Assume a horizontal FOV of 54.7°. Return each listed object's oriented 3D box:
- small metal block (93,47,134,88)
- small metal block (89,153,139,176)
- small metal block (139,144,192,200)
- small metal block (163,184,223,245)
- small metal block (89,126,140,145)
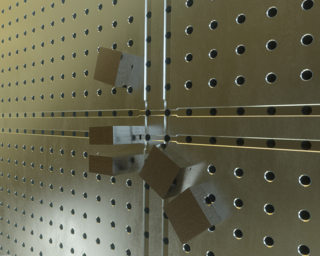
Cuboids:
[{"bbox_3d":[-0.070,-0.091,0.465,0.050,0.025,0.050,23,104,37],"label":"small metal block"},{"bbox_3d":[-0.066,0.051,0.445,0.050,0.050,0.025,1,91,39],"label":"small metal block"},{"bbox_3d":[0.006,0.055,0.403,0.050,0.025,0.050,40,114,32],"label":"small metal block"},{"bbox_3d":[0.038,0.105,0.376,0.050,0.025,0.050,-45,63,30],"label":"small metal block"},{"bbox_3d":[-0.065,0.010,0.445,0.050,0.050,0.025,-2,89,39],"label":"small metal block"}]
